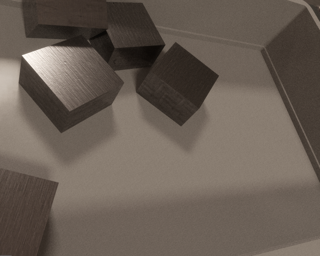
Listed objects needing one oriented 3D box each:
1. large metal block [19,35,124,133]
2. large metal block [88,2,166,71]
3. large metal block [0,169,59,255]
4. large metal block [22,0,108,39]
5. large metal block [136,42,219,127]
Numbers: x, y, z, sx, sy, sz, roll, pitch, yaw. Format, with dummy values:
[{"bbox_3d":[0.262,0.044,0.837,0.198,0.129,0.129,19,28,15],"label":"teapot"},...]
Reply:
[{"bbox_3d":[-0.105,-0.054,0.367,0.080,0.050,0.081,49,51,6],"label":"large metal block"},{"bbox_3d":[-0.052,-0.131,0.443,0.081,0.050,0.080,-14,69,-34],"label":"large metal block"},{"bbox_3d":[-0.142,0.082,0.264,0.081,0.050,0.080,19,54,-18],"label":"large metal block"},{"bbox_3d":[-0.119,-0.143,0.385,0.081,0.080,0.050,-7,97,-32],"label":"large metal block"},{"bbox_3d":[0.026,-0.063,0.444,0.080,0.050,0.080,37,51,-4],"label":"large metal block"}]
